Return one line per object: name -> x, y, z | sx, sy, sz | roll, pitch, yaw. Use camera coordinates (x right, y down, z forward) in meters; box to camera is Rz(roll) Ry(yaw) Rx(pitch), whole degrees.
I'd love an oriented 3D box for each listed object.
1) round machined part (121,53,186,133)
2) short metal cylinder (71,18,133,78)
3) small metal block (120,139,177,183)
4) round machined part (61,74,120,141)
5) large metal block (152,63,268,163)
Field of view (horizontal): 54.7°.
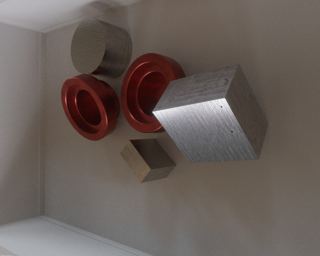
round machined part -> -0.002, -0.042, 0.393 | 0.098, 0.042, 0.097 | -1, 88, 43
short metal cylinder -> -0.087, -0.117, 0.460 | 0.080, 0.050, 0.079 | 0, 90, 39
small metal block -> -0.015, 0.041, 0.401 | 0.050, 0.050, 0.025 | 51, 120, 27
round machined part -> -0.098, -0.033, 0.459 | 0.098, 0.042, 0.097 | 21, 126, 32
large metal block -> 0.053, -0.010, 0.318 | 0.080, 0.080, 0.050 | -8, 40, 39
